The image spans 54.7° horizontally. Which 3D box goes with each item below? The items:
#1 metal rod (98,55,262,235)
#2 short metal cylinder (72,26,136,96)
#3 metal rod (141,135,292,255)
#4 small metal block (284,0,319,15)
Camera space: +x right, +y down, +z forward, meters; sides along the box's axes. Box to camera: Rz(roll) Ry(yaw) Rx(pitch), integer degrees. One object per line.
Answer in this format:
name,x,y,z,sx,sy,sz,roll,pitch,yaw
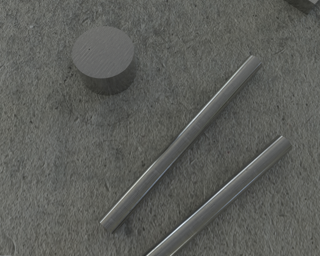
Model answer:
metal rod,0.036,0.011,0.404,0.025,0.025,0.301,40,74,13
short metal cylinder,-0.074,-0.092,0.427,0.081,0.050,0.080,0,70,0
metal rod,0.046,0.109,0.368,0.301,0.025,0.025,-38,75,-13
small metal block,0.232,-0.215,0.490,0.050,0.025,0.050,41,75,13
